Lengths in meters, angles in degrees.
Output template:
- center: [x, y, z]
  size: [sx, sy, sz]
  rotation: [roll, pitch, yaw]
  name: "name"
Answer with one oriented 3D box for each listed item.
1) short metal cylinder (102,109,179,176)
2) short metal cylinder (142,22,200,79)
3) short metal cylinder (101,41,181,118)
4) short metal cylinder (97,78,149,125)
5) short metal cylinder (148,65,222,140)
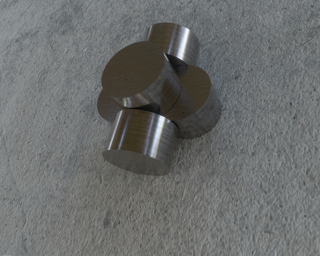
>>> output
- center: [-0.022, 0.020, 0.369]
  size: [0.080, 0.080, 0.050]
  rotation: [0, 62, 28]
  name: "short metal cylinder"
- center: [0.011, -0.096, 0.423]
  size: [0.080, 0.080, 0.050]
  rotation: [0, 62, 28]
  name: "short metal cylinder"
- center: [-0.021, -0.055, 0.368]
  size: [0.080, 0.050, 0.080]
  rotation: [-13, 56, 20]
  name: "short metal cylinder"
- center: [-0.038, -0.032, 0.427]
  size: [0.080, 0.050, 0.080]
  rotation: [-13, 56, 20]
  name: "short metal cylinder"
- center: [0.032, -0.032, 0.391]
  size: [0.080, 0.050, 0.080]
  rotation: [-13, 56, 20]
  name: "short metal cylinder"
